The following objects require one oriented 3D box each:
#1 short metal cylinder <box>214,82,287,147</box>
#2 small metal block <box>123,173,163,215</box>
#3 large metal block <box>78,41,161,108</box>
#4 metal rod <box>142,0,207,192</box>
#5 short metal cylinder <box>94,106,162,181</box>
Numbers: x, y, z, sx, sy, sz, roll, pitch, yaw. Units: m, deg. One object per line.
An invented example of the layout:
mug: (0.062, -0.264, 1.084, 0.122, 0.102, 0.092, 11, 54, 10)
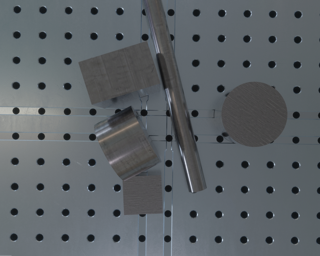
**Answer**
short metal cylinder: (0.115, -0.017, 0.402, 0.081, 0.050, 0.079, 0, 90, 0)
small metal block: (-0.022, 0.087, 0.413, 0.050, 0.025, 0.050, -2, 90, 0)
large metal block: (-0.045, -0.062, 0.385, 0.080, 0.080, 0.050, -17, 90, 0)
metal rod: (0.015, -0.063, 0.413, 0.025, 0.025, 0.298, -14, 90, 0)
short metal cylinder: (-0.039, 0.019, 0.386, 0.050, 0.080, 0.080, -28, 90, 0)
